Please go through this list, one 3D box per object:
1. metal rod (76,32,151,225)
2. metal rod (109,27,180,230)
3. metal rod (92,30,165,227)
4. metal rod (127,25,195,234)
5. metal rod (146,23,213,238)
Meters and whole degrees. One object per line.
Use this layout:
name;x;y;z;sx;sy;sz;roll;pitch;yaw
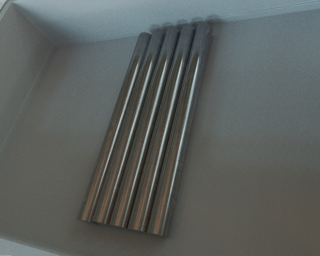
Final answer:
metal rod;-0.057;-0.016;0.444;0.025;0.025;0.300;0;62;28
metal rod;-0.013;-0.016;0.421;0.025;0.025;0.300;0;62;28
metal rod;-0.035;-0.017;0.433;0.025;0.025;0.300;0;62;28
metal rod;0.010;-0.016;0.409;0.025;0.025;0.300;0;62;28
metal rod;0.032;-0.015;0.397;0.025;0.025;0.300;0;62;28
